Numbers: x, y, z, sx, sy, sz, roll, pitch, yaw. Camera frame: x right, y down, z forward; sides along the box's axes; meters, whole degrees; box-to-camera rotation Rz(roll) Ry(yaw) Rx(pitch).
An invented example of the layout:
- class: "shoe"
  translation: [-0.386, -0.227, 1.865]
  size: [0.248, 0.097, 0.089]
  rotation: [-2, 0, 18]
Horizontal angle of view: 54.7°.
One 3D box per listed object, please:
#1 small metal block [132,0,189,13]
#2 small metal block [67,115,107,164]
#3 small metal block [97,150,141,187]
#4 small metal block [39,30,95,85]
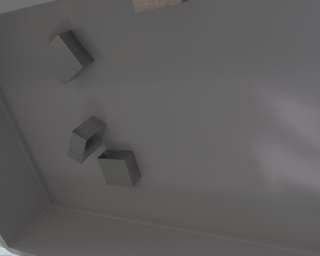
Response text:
- class: "small metal block"
  translation: [0.006, -0.136, 0.306]
  size: [0.050, 0.050, 0.025]
  rotation: [0, 118, 28]
- class: "small metal block"
  translation: [-0.109, 0.017, 0.460]
  size: [0.025, 0.050, 0.050]
  rotation: [30, 128, 9]
- class: "small metal block"
  translation: [-0.063, 0.062, 0.480]
  size: [0.050, 0.025, 0.050]
  rotation: [0, 118, 28]
- class: "small metal block"
  translation: [-0.125, -0.094, 0.417]
  size: [0.050, 0.025, 0.050]
  rotation: [-29, 103, 37]
